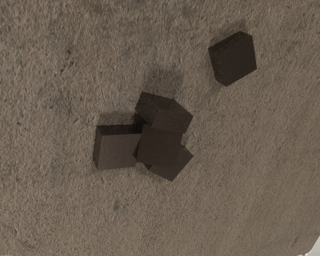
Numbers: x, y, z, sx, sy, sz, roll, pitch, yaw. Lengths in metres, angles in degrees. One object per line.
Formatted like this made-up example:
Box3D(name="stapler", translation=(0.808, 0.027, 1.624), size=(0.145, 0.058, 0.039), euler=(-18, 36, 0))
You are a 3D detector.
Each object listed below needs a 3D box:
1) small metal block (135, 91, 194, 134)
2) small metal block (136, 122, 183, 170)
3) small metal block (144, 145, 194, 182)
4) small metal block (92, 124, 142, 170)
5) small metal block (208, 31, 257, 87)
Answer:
Box3D(name="small metal block", translation=(0.004, -0.019, 0.383), size=(0.050, 0.050, 0.025), euler=(11, 113, -33))
Box3D(name="small metal block", translation=(-0.001, 0.022, 0.400), size=(0.050, 0.025, 0.050), euler=(12, 99, -2))
Box3D(name="small metal block", translation=(0.011, 0.043, 0.441), size=(0.050, 0.025, 0.050), euler=(33, 100, -39))
Box3D(name="small metal block", translation=(-0.055, 0.024, 0.393), size=(0.050, 0.025, 0.050), euler=(-2, 120, -28))
Box3D(name="small metal block", translation=(0.096, -0.090, 0.405), size=(0.050, 0.025, 0.050), euler=(-31, 129, -9))
